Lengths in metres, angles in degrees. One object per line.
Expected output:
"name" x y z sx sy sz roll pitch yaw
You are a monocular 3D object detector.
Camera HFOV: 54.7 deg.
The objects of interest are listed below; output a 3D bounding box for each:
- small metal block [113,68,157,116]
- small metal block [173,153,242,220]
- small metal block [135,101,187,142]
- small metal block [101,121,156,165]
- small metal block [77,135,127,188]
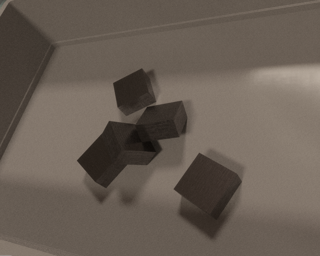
"small metal block" -0.038 -0.053 0.456 0.050 0.025 0.050 -25 53 12
"small metal block" 0.052 0.063 0.339 0.050 0.025 0.050 29 77 37
"small metal block" 0.003 -0.009 0.394 0.050 0.025 0.050 -9 28 22
"small metal block" -0.040 0.020 0.394 0.025 0.050 0.050 -57 44 30
"small metal block" -0.075 0.044 0.417 0.050 0.025 0.050 -48 52 -6
